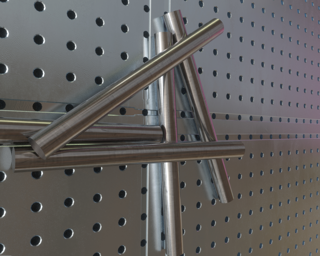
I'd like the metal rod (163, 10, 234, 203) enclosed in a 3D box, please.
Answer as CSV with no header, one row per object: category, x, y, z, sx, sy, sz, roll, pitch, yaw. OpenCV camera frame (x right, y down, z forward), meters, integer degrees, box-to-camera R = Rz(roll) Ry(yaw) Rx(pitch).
metal rod,0.062,-0.022,0.463,0.025,0.025,0.298,-30,109,-36

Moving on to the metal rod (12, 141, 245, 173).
metal rod,-0.012,0.031,0.375,0.303,0.025,0.025,0,90,-32

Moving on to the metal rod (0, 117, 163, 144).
metal rod,-0.120,0.003,0.309,0.302,0.025,0.025,3,89,-40

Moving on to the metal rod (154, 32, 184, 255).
metal rod,0.012,0.023,0.421,0.025,0.025,0.298,-5,94,-40

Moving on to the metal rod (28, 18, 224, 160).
metal rod,-0.015,-0.063,0.363,0.302,0.025,0.025,-40,115,-33
